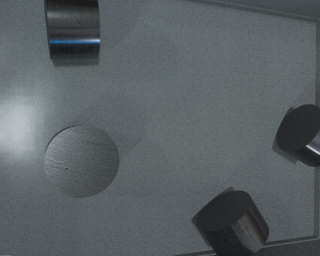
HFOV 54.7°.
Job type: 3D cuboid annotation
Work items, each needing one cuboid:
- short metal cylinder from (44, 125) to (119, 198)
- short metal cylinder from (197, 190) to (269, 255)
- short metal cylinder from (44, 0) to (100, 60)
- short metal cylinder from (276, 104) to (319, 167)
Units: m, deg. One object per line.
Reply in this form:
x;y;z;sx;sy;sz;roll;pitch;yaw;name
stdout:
-0.093;0.037;0.363;0.081;0.050;0.080;0;90;-20;short metal cylinder
0.097;0.130;0.417;0.080;0.080;0.050;-35;102;-17;short metal cylinder
-0.099;-0.117;0.344;0.050;0.080;0.079;-6;92;-20;short metal cylinder
0.224;0.011;0.464;0.050;0.080;0.080;30;80;-18;short metal cylinder
